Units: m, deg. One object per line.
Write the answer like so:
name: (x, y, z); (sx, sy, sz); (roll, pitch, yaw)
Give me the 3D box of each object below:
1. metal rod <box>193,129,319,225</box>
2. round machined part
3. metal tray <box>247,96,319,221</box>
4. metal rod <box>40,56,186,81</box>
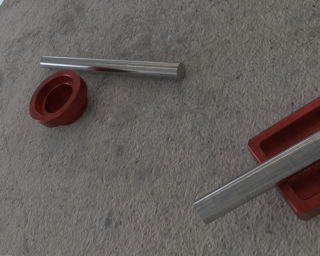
metal rod: (0.165, 0.003, 0.276); (0.300, 0.025, 0.025); (-32, 52, 7)
round machined part: (-0.158, -0.043, 0.502); (0.098, 0.042, 0.098); (-13, 56, 21)
metal tray: (0.166, 0.018, 0.302); (0.130, 0.030, 0.090); (-33, 52, 6)
metal rod: (-0.095, -0.103, 0.516); (0.300, 0.025, 0.025); (11, 67, 32)
